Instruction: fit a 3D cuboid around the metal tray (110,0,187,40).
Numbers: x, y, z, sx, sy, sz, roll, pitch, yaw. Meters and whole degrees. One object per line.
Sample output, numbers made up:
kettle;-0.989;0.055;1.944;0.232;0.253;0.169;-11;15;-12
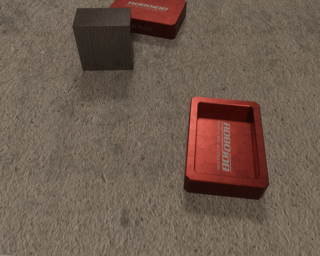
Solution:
metal tray;-0.024;-0.213;0.579;0.131;0.030;0.090;13;51;10

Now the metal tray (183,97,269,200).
metal tray;0.079;0.020;0.384;0.091;0.030;0.130;6;50;4

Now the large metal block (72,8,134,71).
large metal block;-0.084;-0.137;0.481;0.081;0.080;0.050;-2;50;-2
